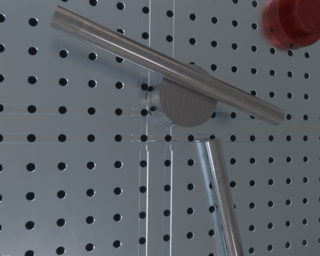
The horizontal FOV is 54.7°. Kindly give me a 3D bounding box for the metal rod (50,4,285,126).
[{"bbox_3d":[0.025,-0.065,0.368,0.302,0.025,0.025,21,83,-19],"label":"metal rod"}]

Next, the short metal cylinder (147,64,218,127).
[{"bbox_3d":[0.028,-0.041,0.409,0.081,0.050,0.080,0,90,-20],"label":"short metal cylinder"}]

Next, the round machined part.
[{"bbox_3d":[0.225,-0.178,0.486,0.099,0.042,0.097,0,90,-20],"label":"round machined part"}]

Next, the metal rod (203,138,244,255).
[{"bbox_3d":[0.105,0.162,0.451,0.025,0.025,0.298,-14,95,-20],"label":"metal rod"}]
